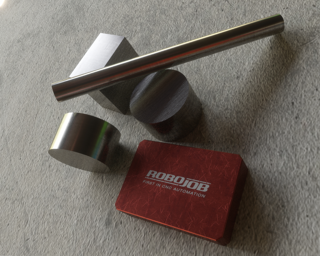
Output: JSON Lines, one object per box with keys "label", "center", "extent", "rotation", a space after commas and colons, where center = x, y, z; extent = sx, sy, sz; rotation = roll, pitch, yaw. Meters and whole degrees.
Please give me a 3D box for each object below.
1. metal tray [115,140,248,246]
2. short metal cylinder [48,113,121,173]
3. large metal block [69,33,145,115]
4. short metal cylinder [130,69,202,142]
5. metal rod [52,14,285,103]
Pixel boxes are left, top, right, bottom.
{"label": "metal tray", "center": [0.023, 0.067, 0.348], "extent": [0.130, 0.030, 0.090], "rotation": [8, 65, 31]}
{"label": "short metal cylinder", "center": [-0.097, 0.021, 0.407], "extent": [0.080, 0.080, 0.050], "rotation": [1, 62, 28]}
{"label": "large metal block", "center": [-0.069, -0.078, 0.453], "extent": [0.050, 0.080, 0.080], "rotation": [20, 72, 35]}
{"label": "short metal cylinder", "center": [0.008, -0.029, 0.401], "extent": [0.080, 0.050, 0.080], "rotation": [-13, 56, 21]}
{"label": "metal rod", "center": [0.014, -0.090, 0.394], "extent": [0.302, 0.025, 0.025], "rotation": [-18, 52, -5]}
